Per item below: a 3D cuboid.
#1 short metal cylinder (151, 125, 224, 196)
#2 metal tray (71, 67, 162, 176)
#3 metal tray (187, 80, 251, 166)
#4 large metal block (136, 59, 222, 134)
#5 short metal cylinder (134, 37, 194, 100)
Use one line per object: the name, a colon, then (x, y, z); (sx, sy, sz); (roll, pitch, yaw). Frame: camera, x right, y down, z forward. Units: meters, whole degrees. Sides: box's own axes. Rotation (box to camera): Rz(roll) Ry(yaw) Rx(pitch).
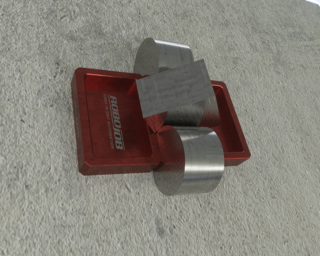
short metal cylinder: (0.030, 0.037, 0.363); (0.050, 0.080, 0.080); (2, 61, -27)
metal tray: (-0.056, -0.010, 0.378); (0.091, 0.030, 0.130); (2, 61, -28)
metal tray: (0.068, -0.010, 0.445); (0.091, 0.030, 0.130); (2, 61, -28)
large metal block: (0.025, -0.029, 0.375); (0.080, 0.080, 0.050); (-17, 65, 9)
short metal cylinder: (0.003, -0.078, 0.419); (0.050, 0.080, 0.080); (2, 61, -27)
